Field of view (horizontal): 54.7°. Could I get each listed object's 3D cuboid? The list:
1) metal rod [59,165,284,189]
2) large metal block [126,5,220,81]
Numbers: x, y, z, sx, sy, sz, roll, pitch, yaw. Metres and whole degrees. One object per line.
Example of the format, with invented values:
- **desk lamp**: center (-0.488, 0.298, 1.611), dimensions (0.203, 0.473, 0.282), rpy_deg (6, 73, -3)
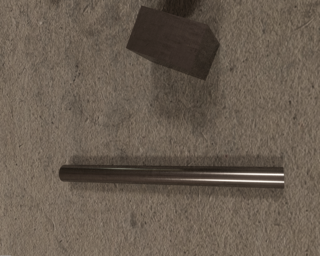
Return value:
- **metal rod**: center (0.001, 0.062, 0.407), dimensions (0.301, 0.025, 0.025), rpy_deg (-2, 90, 19)
- **large metal block**: center (0.019, -0.099, 0.372), dimensions (0.080, 0.080, 0.050), rpy_deg (23, 98, 18)
